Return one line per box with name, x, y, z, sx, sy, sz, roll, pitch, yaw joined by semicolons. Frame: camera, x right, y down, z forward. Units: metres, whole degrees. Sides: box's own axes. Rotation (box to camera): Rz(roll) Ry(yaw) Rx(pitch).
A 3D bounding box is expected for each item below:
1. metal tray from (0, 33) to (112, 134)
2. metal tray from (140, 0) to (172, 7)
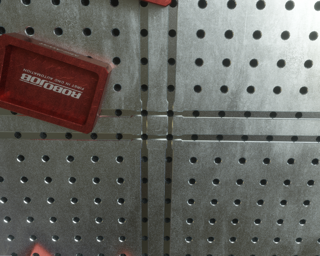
metal tray;-0.136;-0.055;0.389;0.131;0.030;0.089;18;109;-7
metal tray;-0.041;-0.195;0.339;0.131;0.030;0.089;14;110;-5
